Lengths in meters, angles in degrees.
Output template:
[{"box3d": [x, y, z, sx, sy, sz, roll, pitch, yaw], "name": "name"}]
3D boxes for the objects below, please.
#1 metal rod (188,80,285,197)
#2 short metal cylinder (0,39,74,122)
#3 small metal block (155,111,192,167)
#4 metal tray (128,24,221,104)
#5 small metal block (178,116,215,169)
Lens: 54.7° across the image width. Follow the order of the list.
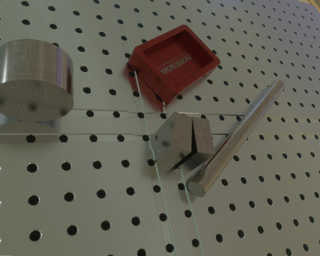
[{"box3d": [0.133, -0.001, 0.482, 0.025, 0.025, 0.302, 46, 51, 3], "name": "metal rod"}, {"box3d": [-0.134, -0.048, 0.330, 0.081, 0.080, 0.050, 5, 60, -26], "name": "short metal cylinder"}, {"box3d": [0.017, 0.015, 0.393, 0.025, 0.050, 0.050, 18, 55, -19], "name": "small metal block"}, {"box3d": [0.026, -0.104, 0.483, 0.090, 0.030, 0.131, 48, 51, 5], "name": "metal tray"}, {"box3d": [0.044, 0.020, 0.405, 0.025, 0.050, 0.050, 9, 58, -24], "name": "small metal block"}]
